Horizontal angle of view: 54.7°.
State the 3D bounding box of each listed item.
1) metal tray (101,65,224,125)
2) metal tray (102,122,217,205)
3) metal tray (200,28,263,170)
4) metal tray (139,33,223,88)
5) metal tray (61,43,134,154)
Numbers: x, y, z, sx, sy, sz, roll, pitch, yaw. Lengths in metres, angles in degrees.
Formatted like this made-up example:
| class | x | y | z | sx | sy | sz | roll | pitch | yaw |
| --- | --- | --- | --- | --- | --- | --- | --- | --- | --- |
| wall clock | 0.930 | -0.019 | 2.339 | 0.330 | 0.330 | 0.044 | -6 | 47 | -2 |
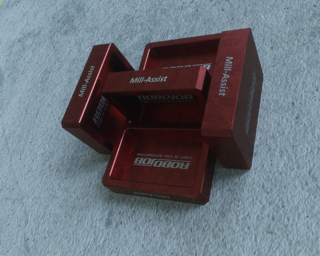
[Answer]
| class | x | y | z | sx | sy | sz | roll | pitch | yaw |
| --- | --- | --- | --- | --- | --- | --- | --- | --- | --- |
| metal tray | 0.006 | -0.034 | 0.383 | 0.130 | 0.090 | 0.030 | 1 | 64 | 29 |
| metal tray | 0.001 | 0.039 | 0.379 | 0.130 | 0.030 | 0.090 | 1 | 61 | 28 |
| metal tray | 0.084 | -0.030 | 0.338 | 0.030 | 0.090 | 0.130 | 1 | 62 | 29 |
| metal tray | 0.033 | -0.082 | 0.436 | 0.130 | 0.030 | 0.090 | 1 | 65 | 28 |
| metal tray | -0.074 | -0.039 | 0.426 | 0.030 | 0.090 | 0.130 | 1 | 63 | 29 |
